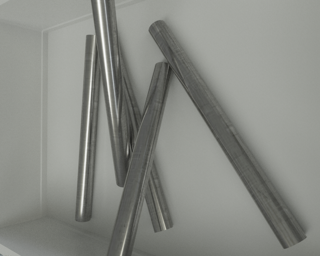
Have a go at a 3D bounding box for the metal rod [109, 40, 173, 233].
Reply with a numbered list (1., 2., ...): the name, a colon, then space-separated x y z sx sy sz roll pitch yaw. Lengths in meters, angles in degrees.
1. metal rod: -0.038 -0.007 0.438 0.025 0.025 0.299 -28 73 37

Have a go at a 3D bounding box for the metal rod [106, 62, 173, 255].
1. metal rod: -0.025 0.056 0.347 0.025 0.025 0.299 -7 60 40

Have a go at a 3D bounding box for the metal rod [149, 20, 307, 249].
1. metal rod: 0.063 -0.011 0.354 0.025 0.025 0.299 -43 64 31

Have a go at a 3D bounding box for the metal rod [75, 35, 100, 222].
1. metal rod: -0.116 0.003 0.502 0.025 0.025 0.298 7 95 40

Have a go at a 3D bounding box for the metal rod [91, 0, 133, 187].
1. metal rod: -0.057 -0.051 0.378 0.025 0.025 0.298 23 129 37
